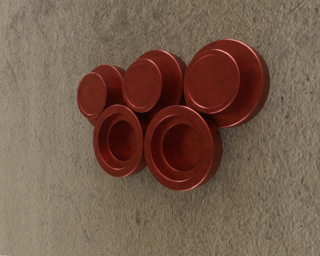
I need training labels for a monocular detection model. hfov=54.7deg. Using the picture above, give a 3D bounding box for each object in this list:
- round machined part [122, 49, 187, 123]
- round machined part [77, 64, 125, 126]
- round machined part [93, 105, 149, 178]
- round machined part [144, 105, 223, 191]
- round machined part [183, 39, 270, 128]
[{"bbox_3d":[-0.011,-0.053,0.403,0.098,0.042,0.097,0,90,39],"label":"round machined part"},{"bbox_3d":[-0.087,-0.047,0.465,0.098,0.042,0.097,0,90,39],"label":"round machined part"},{"bbox_3d":[-0.045,0.017,0.430,0.098,0.042,0.097,0,90,39],"label":"round machined part"},{"bbox_3d":[0.031,0.023,0.368,0.098,0.042,0.097,0,90,39],"label":"round machined part"},{"bbox_3d":[0.065,-0.049,0.341,0.098,0.042,0.097,0,90,39],"label":"round machined part"}]
